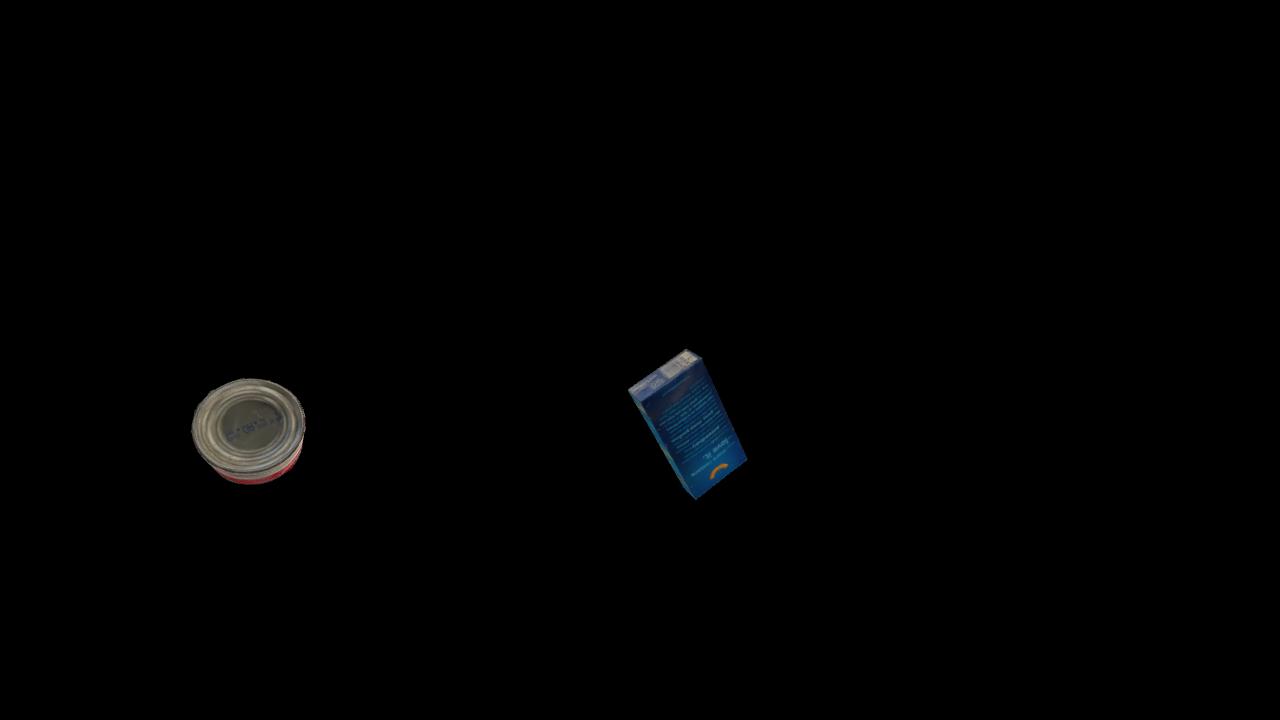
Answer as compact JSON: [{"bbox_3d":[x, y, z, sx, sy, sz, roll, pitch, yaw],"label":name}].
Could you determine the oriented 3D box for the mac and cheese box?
[{"bbox_3d":[0.064,0.084,0.772,0.093,0.184,0.041,-36,34,-13],"label":"mac and cheese box"}]

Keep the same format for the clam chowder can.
[{"bbox_3d":[-0.288,0.056,0.458,0.068,0.068,0.102,0,-14,-30],"label":"clam chowder can"}]
